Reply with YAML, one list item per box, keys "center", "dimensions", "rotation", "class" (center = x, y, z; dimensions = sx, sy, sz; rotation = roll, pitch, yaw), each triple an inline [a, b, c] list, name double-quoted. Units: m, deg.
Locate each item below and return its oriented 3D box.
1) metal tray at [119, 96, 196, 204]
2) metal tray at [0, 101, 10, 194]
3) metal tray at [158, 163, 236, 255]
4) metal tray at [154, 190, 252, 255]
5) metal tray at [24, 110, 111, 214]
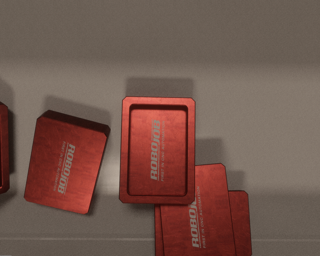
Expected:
- center: [-0.003, 0.027, 0.389]
  dimensions: [0.091, 0.030, 0.129]
  rotation: [1, 83, -1]
  class: "metal tray"
- center: [-0.241, 0.032, 0.386]
  dimensions: [0.030, 0.091, 0.129]
  rotation: [24, 115, 36]
  class: "metal tray"
- center: [0.046, 0.115, 0.409]
  dimensions: [0.091, 0.030, 0.129]
  rotation: [-5, 80, -1]
  class: "metal tray"
- center: [0.058, 0.135, 0.437]
  dimensions: [0.131, 0.030, 0.090]
  rotation: [-1, 80, -1]
  class: "metal tray"
- center: [-0.128, 0.049, 0.425]
  dimensions: [0.091, 0.030, 0.129]
  rotation: [15, 109, -6]
  class: "metal tray"
